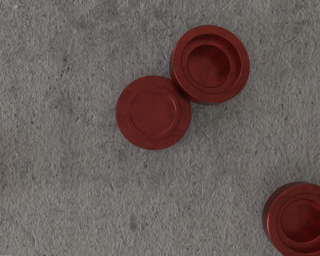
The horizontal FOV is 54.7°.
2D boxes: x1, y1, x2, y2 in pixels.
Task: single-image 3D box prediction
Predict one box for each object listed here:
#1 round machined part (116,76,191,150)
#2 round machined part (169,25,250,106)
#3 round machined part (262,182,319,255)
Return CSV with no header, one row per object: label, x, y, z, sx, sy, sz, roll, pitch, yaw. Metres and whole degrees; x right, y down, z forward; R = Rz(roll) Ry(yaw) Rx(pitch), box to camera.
round machined part,-0.008,-0.020,0.401,0.099,0.042,0.097,0,90,0
round machined part,0.059,-0.076,0.395,0.099,0.042,0.097,1,83,-10
round machined part,0.182,0.118,0.403,0.099,0.042,0.097,0,90,0
